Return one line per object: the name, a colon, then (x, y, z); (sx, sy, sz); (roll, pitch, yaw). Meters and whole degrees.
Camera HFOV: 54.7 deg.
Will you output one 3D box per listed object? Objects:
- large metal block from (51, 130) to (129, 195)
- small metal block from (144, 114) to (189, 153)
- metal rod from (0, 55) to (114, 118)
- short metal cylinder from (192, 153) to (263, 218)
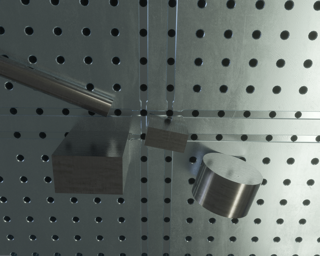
large metal block: (-0.084, 0.041, 0.398); (0.081, 0.080, 0.050); (2, 110, -1)
small metal block: (0.008, 0.006, 0.402); (0.050, 0.050, 0.025); (12, 110, -4)
metal rod: (-0.204, -0.079, 0.382); (0.302, 0.025, 0.025); (21, 109, -8)
short metal cylinder: (0.088, 0.074, 0.412); (0.080, 0.080, 0.050); (14, 110, -5)
